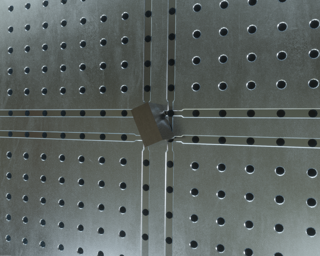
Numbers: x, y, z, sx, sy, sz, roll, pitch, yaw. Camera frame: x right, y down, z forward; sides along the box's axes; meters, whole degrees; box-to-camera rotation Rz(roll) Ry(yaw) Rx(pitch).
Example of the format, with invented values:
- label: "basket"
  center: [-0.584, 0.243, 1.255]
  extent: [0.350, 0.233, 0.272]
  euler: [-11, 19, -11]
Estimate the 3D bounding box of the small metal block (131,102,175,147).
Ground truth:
- label: "small metal block"
  center: [-0.008, -0.004, 0.402]
  extent: [0.025, 0.050, 0.050]
  euler: [-24, 83, 18]
